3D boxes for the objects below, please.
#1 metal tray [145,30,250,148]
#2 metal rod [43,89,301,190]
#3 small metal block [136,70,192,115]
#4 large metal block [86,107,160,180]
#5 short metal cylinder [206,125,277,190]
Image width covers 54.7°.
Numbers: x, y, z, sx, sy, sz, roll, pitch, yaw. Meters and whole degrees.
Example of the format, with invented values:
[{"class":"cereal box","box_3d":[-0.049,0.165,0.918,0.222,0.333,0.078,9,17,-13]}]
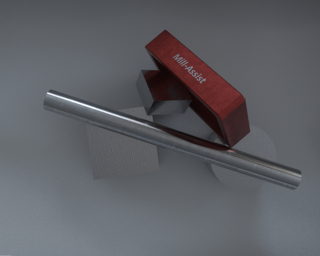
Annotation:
[{"class":"metal tray","box_3d":[0.043,-0.044,0.353,0.030,0.090,0.130,-41,61,-1]},{"class":"metal rod","box_3d":[0.015,0.014,0.359,0.302,0.025,0.025,18,90,-1]},{"class":"small metal block","box_3d":[0.004,-0.044,0.376,0.050,0.025,0.050,-4,54,-27]},{"class":"large metal block","box_3d":[-0.045,0.018,0.397,0.081,0.050,0.080,-8,90,-1]},{"class":"short metal cylinder","box_3d":[0.101,0.035,0.399,0.081,0.050,0.079,0,90,-1]}]
